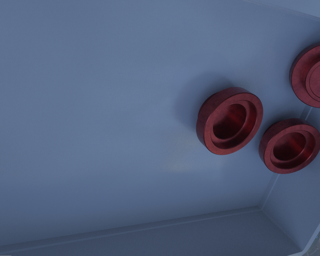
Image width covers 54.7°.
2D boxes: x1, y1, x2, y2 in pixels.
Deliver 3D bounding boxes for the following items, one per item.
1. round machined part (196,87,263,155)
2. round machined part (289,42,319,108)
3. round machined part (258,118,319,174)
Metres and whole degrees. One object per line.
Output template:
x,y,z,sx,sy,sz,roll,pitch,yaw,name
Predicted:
0.093,-0.013,0.440,0.099,0.042,0.097,-14,124,-21,round machined part
0.244,-0.074,0.452,0.098,0.042,0.097,5,114,11,round machined part
0.212,0.026,0.518,0.099,0.042,0.097,-5,120,-8,round machined part
